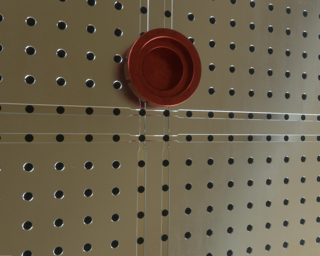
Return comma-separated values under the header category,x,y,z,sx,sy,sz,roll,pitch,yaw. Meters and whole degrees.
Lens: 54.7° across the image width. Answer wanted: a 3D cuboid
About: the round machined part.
category,x,y,z,sx,sy,sz,roll,pitch,yaw
round machined part,0.001,-0.076,0.405,0.099,0.042,0.097,0,90,-21
